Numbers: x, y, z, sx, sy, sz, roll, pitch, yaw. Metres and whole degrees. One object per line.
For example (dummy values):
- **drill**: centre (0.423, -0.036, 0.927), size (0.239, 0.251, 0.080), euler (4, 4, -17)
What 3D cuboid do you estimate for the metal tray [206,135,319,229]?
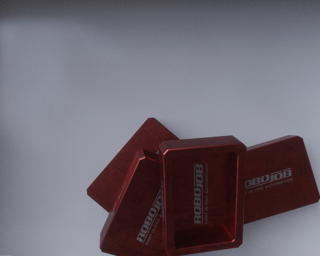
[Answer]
- **metal tray**: centre (0.132, 0.070, 0.411), size (0.131, 0.030, 0.090), euler (-17, 90, -1)

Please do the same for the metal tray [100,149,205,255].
- **metal tray**: centre (-0.009, 0.100, 0.381), size (0.091, 0.030, 0.129), euler (22, 100, -15)

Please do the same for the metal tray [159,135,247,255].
- **metal tray**: centre (0.048, 0.077, 0.352), size (0.091, 0.030, 0.129), euler (-4, 106, -9)

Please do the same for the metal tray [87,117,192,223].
- **metal tray**: centre (-0.020, 0.061, 0.409), size (0.090, 0.030, 0.130), euler (41, 90, 0)
